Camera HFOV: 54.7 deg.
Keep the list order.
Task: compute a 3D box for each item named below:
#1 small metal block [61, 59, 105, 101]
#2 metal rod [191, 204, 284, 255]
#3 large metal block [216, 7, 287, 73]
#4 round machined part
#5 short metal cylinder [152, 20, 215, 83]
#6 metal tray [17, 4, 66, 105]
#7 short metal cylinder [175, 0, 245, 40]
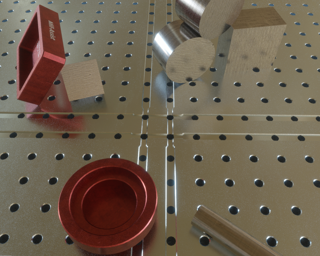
[{"bbox_3d":[-0.112,-0.070,0.446,0.050,0.050,0.025,-15,16,-12],"label":"small metal block"},{"bbox_3d":[0.160,0.161,0.273,0.300,0.025,0.025,30,56,22],"label":"metal rod"},{"bbox_3d":[0.140,-0.138,0.489,0.081,0.080,0.050,-7,51,-6],"label":"large metal block"},{"bbox_3d":[-0.052,0.083,0.326,0.099,0.042,0.098,0,50,0],"label":"round machined part"},{"bbox_3d":[0.035,-0.115,0.469,0.081,0.080,0.050,-19,53,-15],"label":"short metal cylinder"},{"bbox_3d":[-0.179,-0.109,0.456,0.030,0.090,0.130,17,38,-39],"label":"metal tray"},{"bbox_3d":[0.068,-0.169,0.420,0.081,0.080,0.050,-30,62,-23],"label":"short metal cylinder"}]
